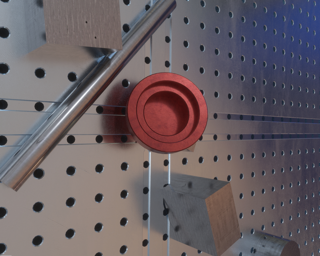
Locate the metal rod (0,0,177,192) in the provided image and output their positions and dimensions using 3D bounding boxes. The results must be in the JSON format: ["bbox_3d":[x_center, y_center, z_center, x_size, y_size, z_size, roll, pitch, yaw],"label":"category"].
[{"bbox_3d":[-0.066,-0.059,0.353,0.025,0.025,0.301,50,61,-29],"label":"metal rod"}]

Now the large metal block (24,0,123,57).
[{"bbox_3d":[-0.089,-0.119,0.318,0.081,0.050,0.079,-7,95,-40],"label":"large metal block"}]

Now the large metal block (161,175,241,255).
[{"bbox_3d":[0.055,0.114,0.420,0.050,0.080,0.080,-23,105,-38],"label":"large metal block"}]

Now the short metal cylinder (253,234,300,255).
[{"bbox_3d":[0.217,0.243,0.576,0.081,0.050,0.079,0,90,-40],"label":"short metal cylinder"}]

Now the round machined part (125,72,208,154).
[{"bbox_3d":[0.006,-0.016,0.385,0.099,0.042,0.098,2,79,-12],"label":"round machined part"}]

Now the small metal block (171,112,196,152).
[{"bbox_3d":[0.028,0.001,0.433,0.050,0.025,0.050,28,72,-37],"label":"small metal block"}]
